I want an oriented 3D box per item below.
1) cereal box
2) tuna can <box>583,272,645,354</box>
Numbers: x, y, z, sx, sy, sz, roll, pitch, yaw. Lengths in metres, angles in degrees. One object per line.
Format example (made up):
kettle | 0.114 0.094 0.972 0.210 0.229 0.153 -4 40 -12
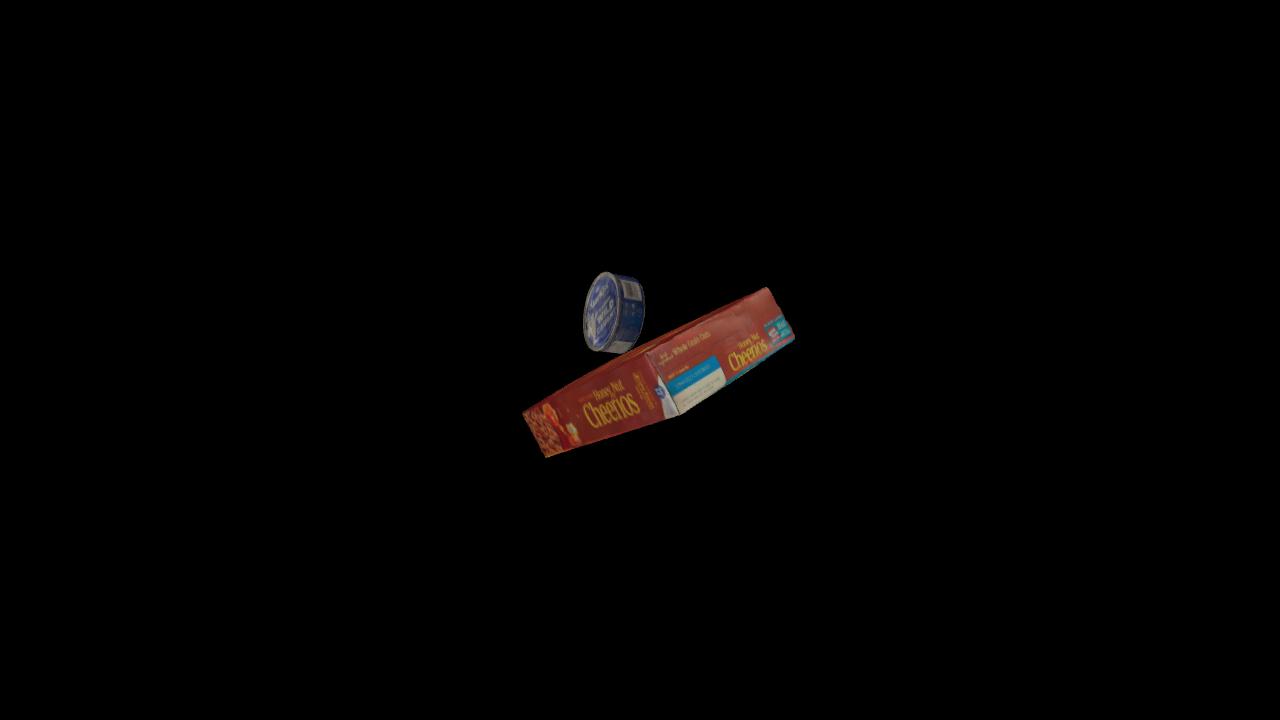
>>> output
cereal box | 0.010 0.024 0.750 0.203 0.081 0.306 -30 3 -38
tuna can | -0.028 -0.049 0.649 0.034 0.084 0.084 6 -3 -29
